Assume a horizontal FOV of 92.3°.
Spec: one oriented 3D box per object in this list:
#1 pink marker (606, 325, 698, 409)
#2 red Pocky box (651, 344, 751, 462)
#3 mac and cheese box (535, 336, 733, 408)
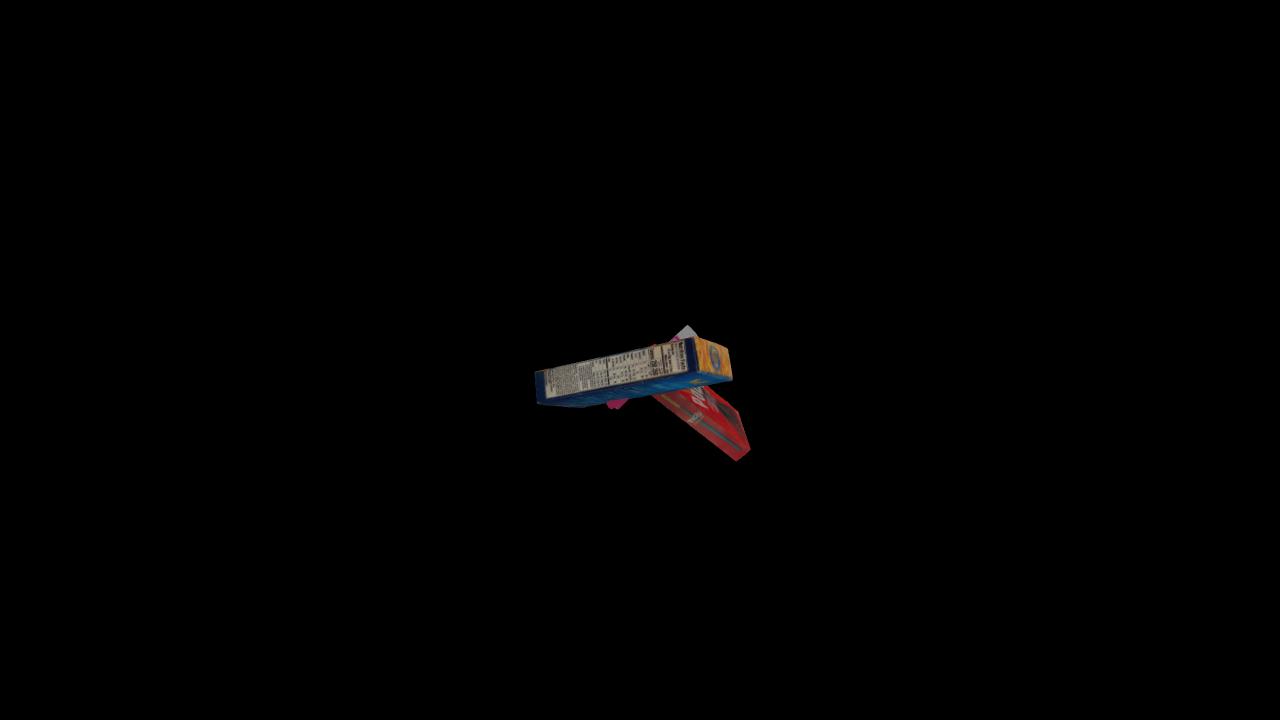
[{"bbox_3d":[0.011,0.010,0.646,0.121,0.020,0.020,-42,-10,11],"label":"pink marker"},{"bbox_3d":[0.067,0.051,0.733,0.155,0.028,0.083,38,22,-23],"label":"red Pocky box"},{"bbox_3d":[-0.008,0.017,0.632,0.184,0.041,0.093,-12,-13,26],"label":"mac and cheese box"}]
